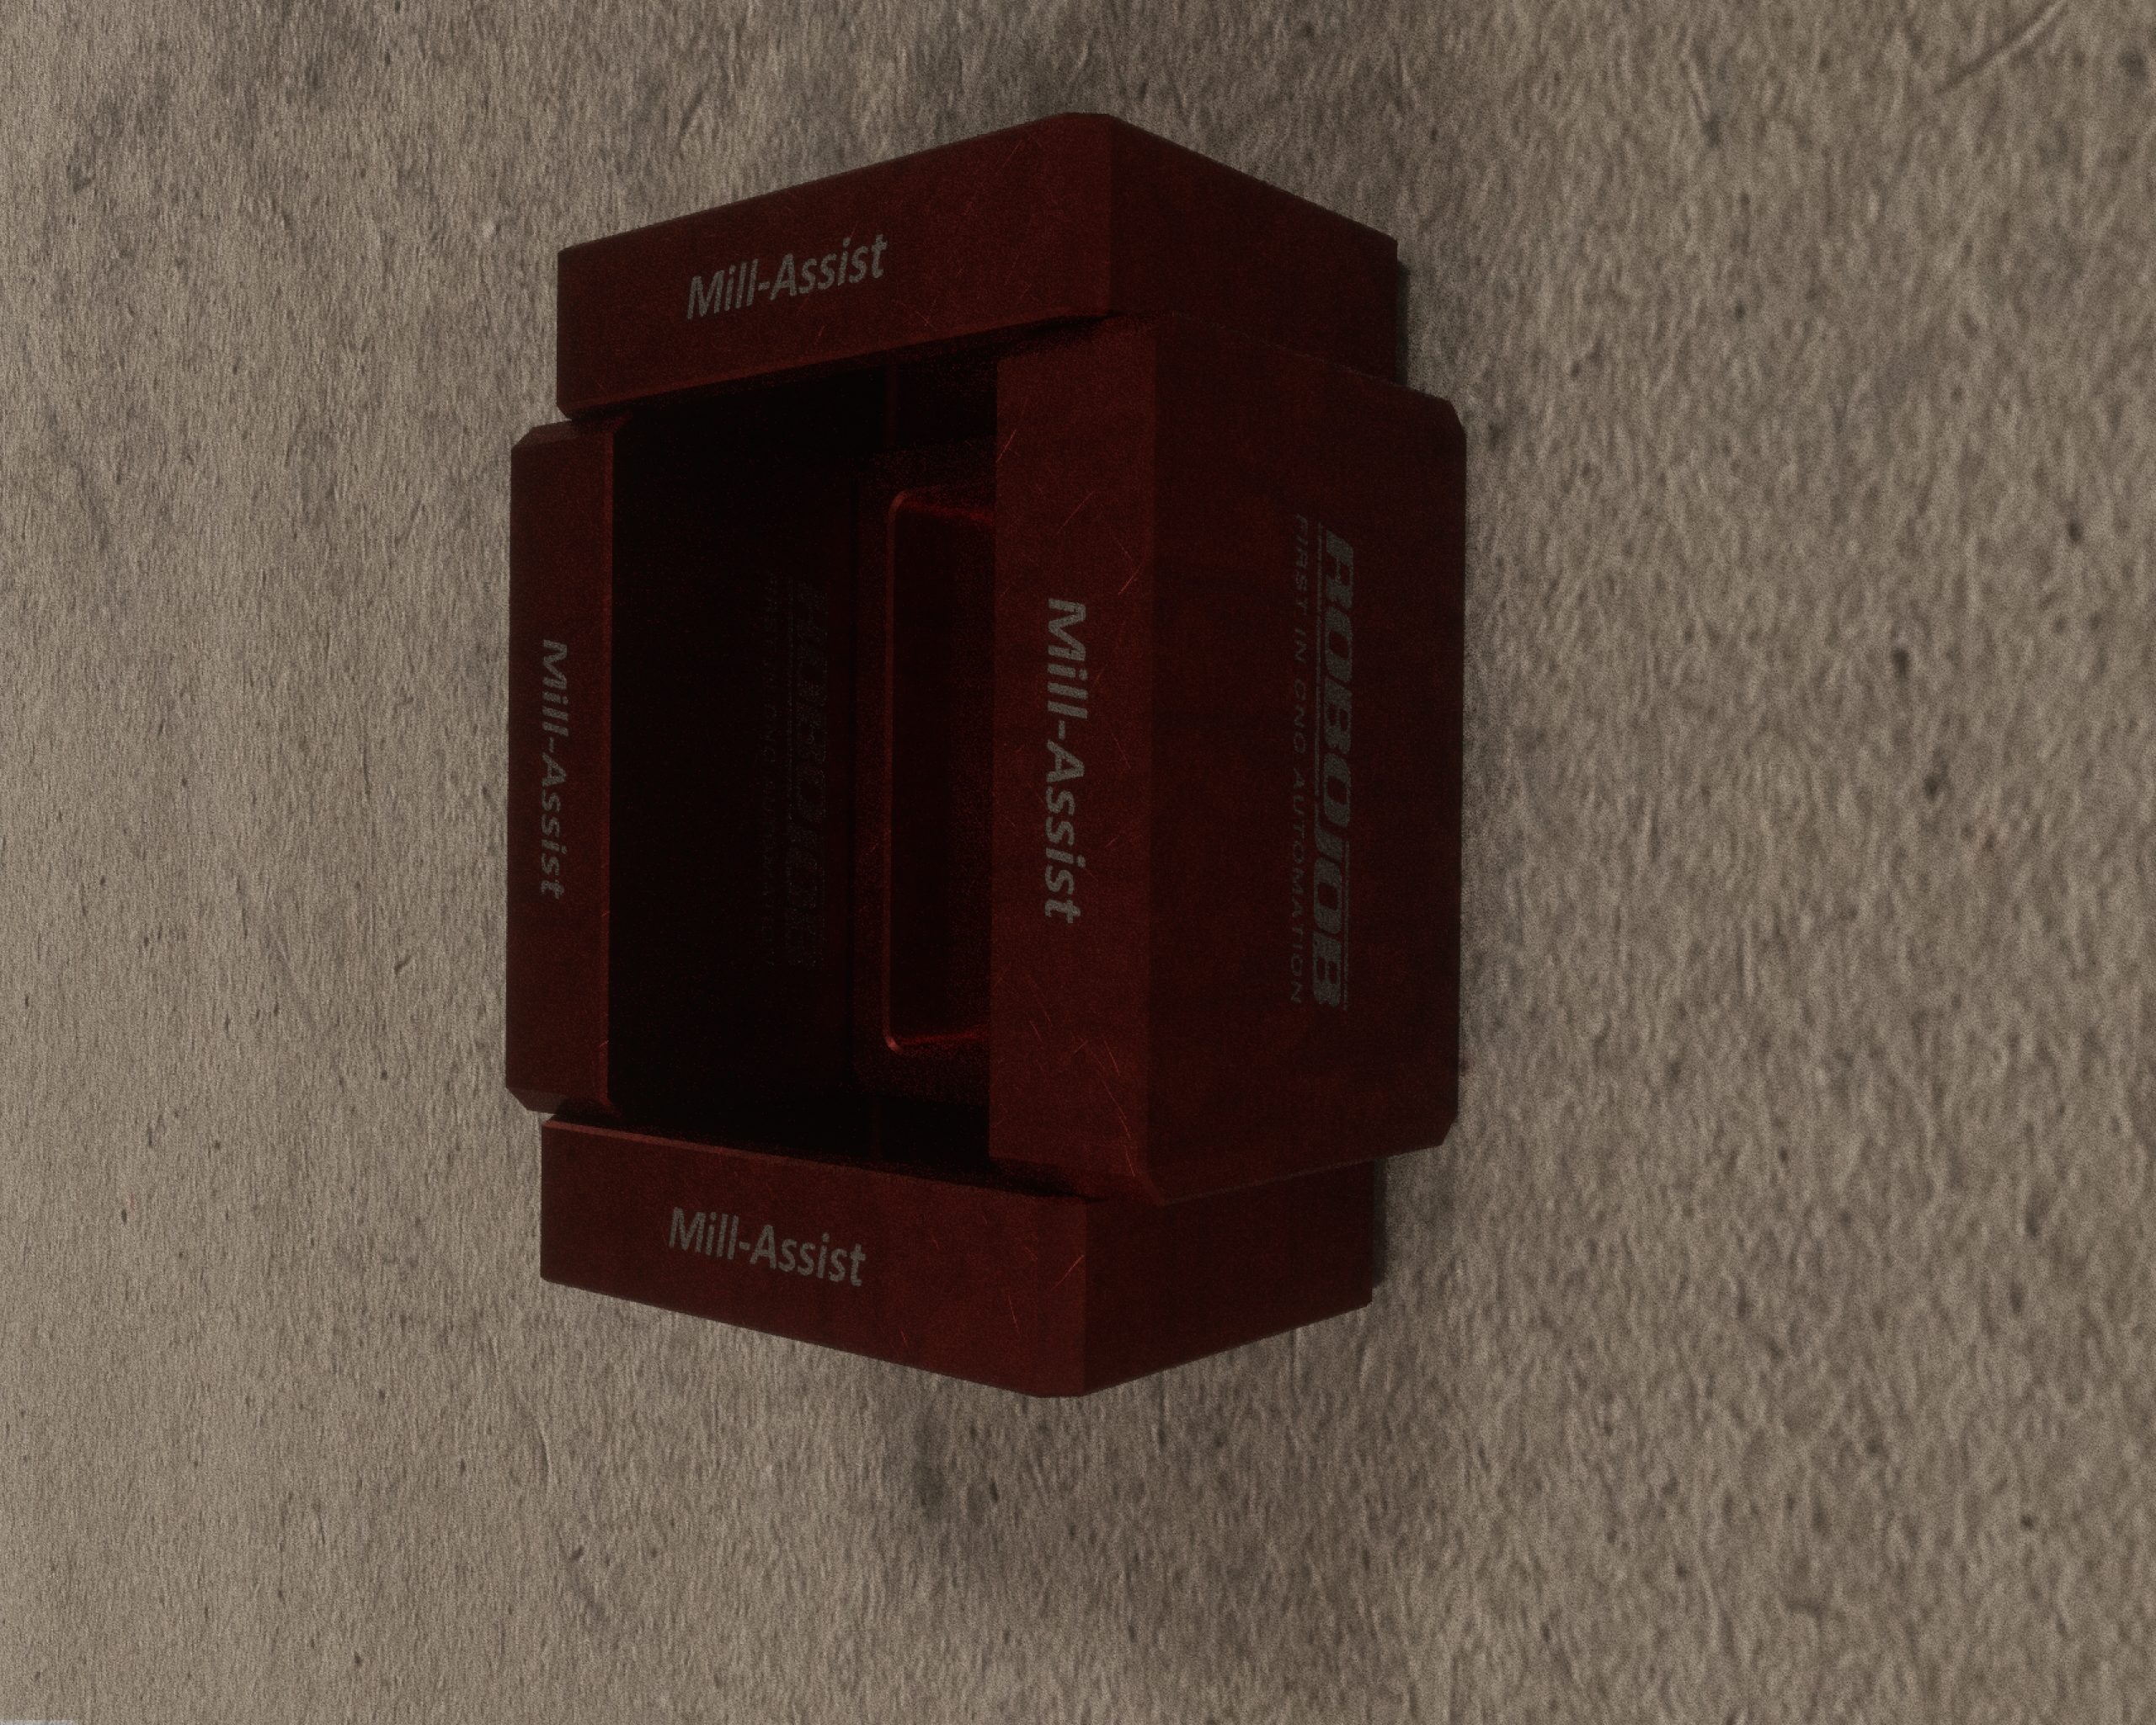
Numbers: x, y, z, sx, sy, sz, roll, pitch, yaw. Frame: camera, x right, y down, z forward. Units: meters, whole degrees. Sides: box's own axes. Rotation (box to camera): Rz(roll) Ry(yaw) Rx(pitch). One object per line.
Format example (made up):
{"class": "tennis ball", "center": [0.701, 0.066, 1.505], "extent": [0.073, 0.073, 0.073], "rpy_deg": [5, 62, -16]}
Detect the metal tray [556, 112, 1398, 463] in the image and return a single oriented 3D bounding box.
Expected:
{"class": "metal tray", "center": [-0.020, -0.096, 0.378], "extent": [0.130, 0.091, 0.030], "rpy_deg": [1, 91, 39]}

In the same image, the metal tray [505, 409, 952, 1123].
{"class": "metal tray", "center": [-0.067, -0.018, 0.416], "extent": [0.030, 0.091, 0.129], "rpy_deg": [1, 91, 40]}

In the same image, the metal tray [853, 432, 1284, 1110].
{"class": "metal tray", "center": [-0.001, -0.017, 0.402], "extent": [0.090, 0.030, 0.129], "rpy_deg": [1, 91, 39]}

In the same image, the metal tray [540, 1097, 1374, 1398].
{"class": "metal tray", "center": [-0.023, 0.063, 0.381], "extent": [0.130, 0.091, 0.030], "rpy_deg": [1, 91, 39]}

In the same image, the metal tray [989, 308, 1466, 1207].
{"class": "metal tray", "center": [0.027, -0.015, 0.339], "extent": [0.030, 0.091, 0.129], "rpy_deg": [1, 91, 40]}
